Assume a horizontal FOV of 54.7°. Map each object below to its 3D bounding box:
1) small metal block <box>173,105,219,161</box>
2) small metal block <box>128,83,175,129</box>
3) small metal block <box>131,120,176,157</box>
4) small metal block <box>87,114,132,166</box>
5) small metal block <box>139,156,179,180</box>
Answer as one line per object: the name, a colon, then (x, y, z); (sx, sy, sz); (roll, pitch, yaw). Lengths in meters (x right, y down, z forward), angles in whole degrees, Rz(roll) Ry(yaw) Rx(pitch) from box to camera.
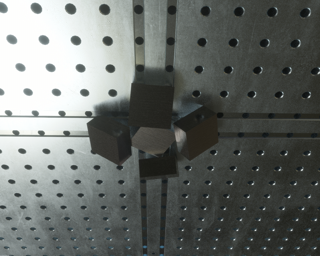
small metal block: (0.048, 0.007, 0.402); (0.050, 0.025, 0.050); (-30, 133, -21)
small metal block: (-0.011, -0.026, 0.373); (0.050, 0.025, 0.050); (5, 94, -4)
small metal block: (-0.009, 0.008, 0.417); (0.050, 0.025, 0.050); (25, 126, -20)
small metal block: (-0.066, 0.016, 0.409); (0.050, 0.025, 0.050); (24, 136, 25)
small metal block: (0.000, 0.058, 0.445); (0.050, 0.025, 0.050); (-7, 166, 5)
